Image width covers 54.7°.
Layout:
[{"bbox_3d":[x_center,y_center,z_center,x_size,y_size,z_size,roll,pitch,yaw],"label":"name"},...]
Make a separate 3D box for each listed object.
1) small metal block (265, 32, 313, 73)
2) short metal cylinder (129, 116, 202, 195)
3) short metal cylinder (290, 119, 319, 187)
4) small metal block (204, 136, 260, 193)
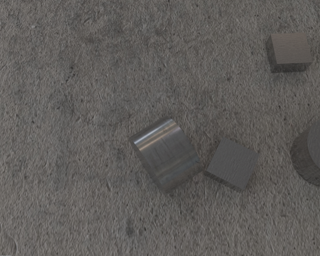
[{"bbox_3d":[0.186,-0.109,0.450,0.050,0.025,0.050,-3,70,-1],"label":"small metal block"},{"bbox_3d":[0.006,0.032,0.367,0.050,0.080,0.080,-32,73,-11],"label":"short metal cylinder"},{"bbox_3d":[0.213,0.030,0.386,0.081,0.050,0.080,0,70,0],"label":"short metal cylinder"},{"bbox_3d":[0.090,0.046,0.392,0.050,0.025,0.050,27,72,9],"label":"small metal block"}]
